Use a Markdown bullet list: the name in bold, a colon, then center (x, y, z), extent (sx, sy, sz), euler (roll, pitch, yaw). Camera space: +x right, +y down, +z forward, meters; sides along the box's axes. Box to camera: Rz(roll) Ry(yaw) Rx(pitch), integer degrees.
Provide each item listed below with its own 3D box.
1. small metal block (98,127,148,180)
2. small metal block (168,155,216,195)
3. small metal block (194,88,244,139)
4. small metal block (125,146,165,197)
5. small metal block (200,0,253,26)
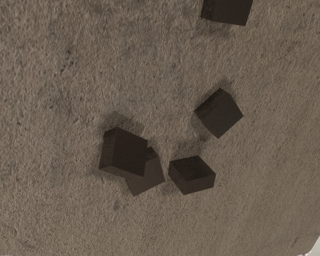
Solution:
- **small metal block**: center (-0.044, 0.033, 0.386), extent (0.050, 0.050, 0.025), euler (27, 147, -37)
- **small metal block**: center (0.047, 0.069, 0.461), extent (0.050, 0.050, 0.025), euler (-9, 123, -24)
- **small metal block**: center (0.084, -0.020, 0.443), extent (0.050, 0.025, 0.050), euler (-42, 130, 1)
- **small metal block**: center (-0.025, 0.061, 0.433), extent (0.050, 0.025, 0.050), euler (-24, 128, -14)
- **small metal block**: center (0.080, -0.149, 0.360), extent (0.050, 0.025, 0.050), euler (-3, 120, -28)
